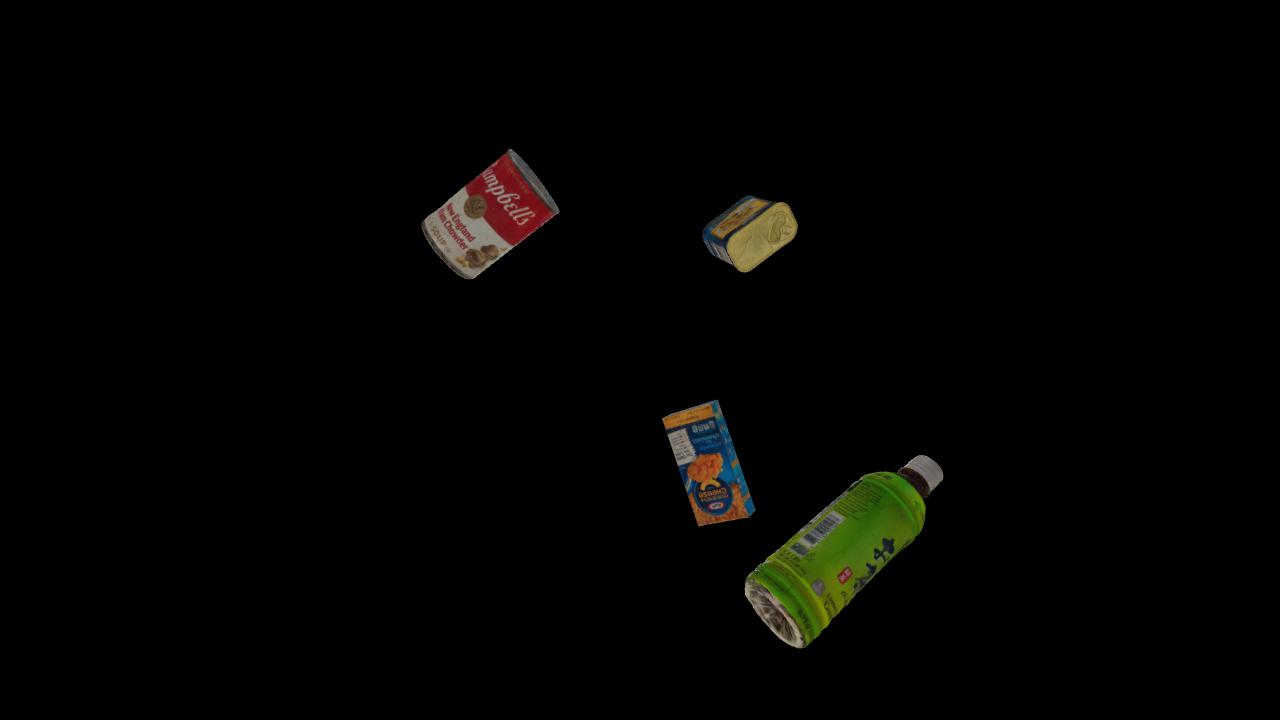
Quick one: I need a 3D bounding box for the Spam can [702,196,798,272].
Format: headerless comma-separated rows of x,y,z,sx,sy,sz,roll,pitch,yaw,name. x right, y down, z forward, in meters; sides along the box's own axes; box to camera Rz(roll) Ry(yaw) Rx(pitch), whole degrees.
0.144,-0.172,0.825,0.101,0.058,0.085,-36,30,-4,Spam can

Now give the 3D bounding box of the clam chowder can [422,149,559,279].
-0.131,-0.127,0.543,0.102,0.068,0.068,-36,-6,9,clam chowder can

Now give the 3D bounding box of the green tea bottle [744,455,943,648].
0.188,0.154,0.537,0.212,0.073,0.073,-34,13,-20,green tea bottle

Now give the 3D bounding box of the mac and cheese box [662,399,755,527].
0.108,0.164,0.973,0.093,0.184,0.041,-20,-3,28,mac and cheese box
